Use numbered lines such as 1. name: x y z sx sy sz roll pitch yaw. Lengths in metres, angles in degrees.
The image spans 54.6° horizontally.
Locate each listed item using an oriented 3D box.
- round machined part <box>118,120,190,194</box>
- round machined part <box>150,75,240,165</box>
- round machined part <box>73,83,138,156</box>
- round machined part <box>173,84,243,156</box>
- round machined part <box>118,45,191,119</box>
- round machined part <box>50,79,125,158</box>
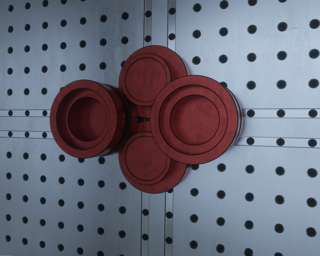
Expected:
1. round machined part: -0.011 0.038 0.407 0.098 0.042 0.097 0 90 20
2. round machined part: 0.042 -0.009 0.354 0.098 0.042 0.097 0 90 20
3. round machined part: -0.075 -0.011 0.430 0.098 0.042 0.097 0 90 20
4. round machined part: 0.053 -0.010 0.384 0.098 0.042 0.097 0 90 20
5. round machined part: -0.011 -0.060 0.407 0.098 0.042 0.097 0 90 20
6. round machined part: -0.089 -0.011 0.401 0.098 0.042 0.097 0 90 20
